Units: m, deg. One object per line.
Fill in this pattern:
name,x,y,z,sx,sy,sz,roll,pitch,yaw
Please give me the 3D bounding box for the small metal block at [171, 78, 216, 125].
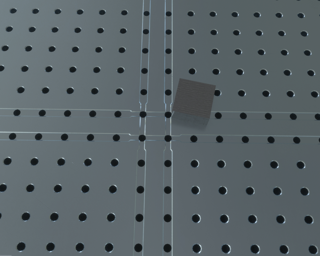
small metal block,0.046,-0.036,0.426,0.050,0.025,0.050,12,70,4
